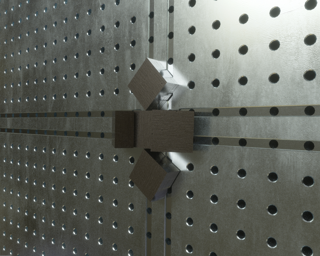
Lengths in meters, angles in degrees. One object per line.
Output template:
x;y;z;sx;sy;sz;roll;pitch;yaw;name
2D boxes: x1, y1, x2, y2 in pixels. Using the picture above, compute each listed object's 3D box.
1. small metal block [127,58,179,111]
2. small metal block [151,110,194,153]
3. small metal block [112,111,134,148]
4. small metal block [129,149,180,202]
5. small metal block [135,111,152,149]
-0.010;-0.058;0.419;0.050;0.025;0.050;-51;59;27;small metal block
0.015;0.004;0.380;0.050;0.025;0.050;2;92;-1;small metal block
-0.053;0.001;0.438;0.050;0.025;0.050;-170;81;-76;small metal block
-0.009;0.062;0.417;0.050;0.025;0.050;42;116;33;small metal block
-0.010;0.002;0.418;0.050;0.025;0.050;2;90;40;small metal block
